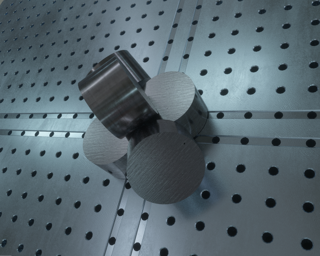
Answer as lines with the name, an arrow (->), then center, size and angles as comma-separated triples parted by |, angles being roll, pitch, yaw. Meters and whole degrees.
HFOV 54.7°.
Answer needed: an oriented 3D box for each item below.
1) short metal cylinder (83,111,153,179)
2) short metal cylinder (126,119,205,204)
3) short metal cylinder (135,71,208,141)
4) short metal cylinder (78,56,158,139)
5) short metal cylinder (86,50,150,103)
short metal cylinder -> -0.052, 0.020, 0.405 | 0.080, 0.050, 0.080 | -13, 56, 20
short metal cylinder -> 0.004, 0.035, 0.339 | 0.080, 0.080, 0.050 | -35, 16, 5
short metal cylinder -> 0.015, -0.026, 0.398 | 0.080, 0.050, 0.080 | -13, 56, 20
short metal cylinder -> -0.046, -0.034, 0.351 | 0.050, 0.080, 0.080 | -36, 52, 4
short metal cylinder -> -0.059, -0.062, 0.431 | 0.080, 0.080, 0.050 | -39, 85, 1
